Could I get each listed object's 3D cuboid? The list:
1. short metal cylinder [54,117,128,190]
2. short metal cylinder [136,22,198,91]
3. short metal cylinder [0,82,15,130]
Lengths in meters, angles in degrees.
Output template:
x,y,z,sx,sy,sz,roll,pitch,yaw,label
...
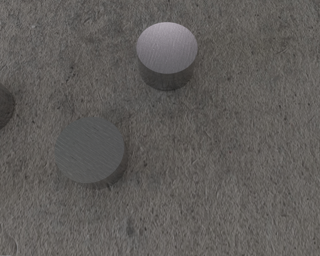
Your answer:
x,y,z,sx,sy,sz,roll,pitch,yaw,label
-0.082,0.032,0.382,0.081,0.050,0.080,0,70,0,short metal cylinder
0.009,-0.098,0.431,0.081,0.050,0.080,0,70,0,short metal cylinder
-0.242,-0.034,0.406,0.081,0.050,0.080,0,70,0,short metal cylinder
